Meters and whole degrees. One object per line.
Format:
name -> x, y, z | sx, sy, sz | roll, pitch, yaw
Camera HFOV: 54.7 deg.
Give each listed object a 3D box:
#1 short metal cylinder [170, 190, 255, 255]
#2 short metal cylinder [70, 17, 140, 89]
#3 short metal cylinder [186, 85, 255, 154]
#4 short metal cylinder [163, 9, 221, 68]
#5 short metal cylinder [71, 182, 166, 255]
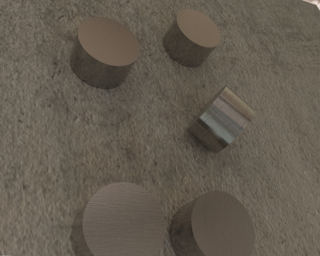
short metal cylinder -> 0.058, 0.117, 0.349 | 0.081, 0.050, 0.080 | 14, 56, -21
short metal cylinder -> -0.073, -0.098, 0.410 | 0.081, 0.050, 0.080 | 14, 56, -21
short metal cylinder -> 0.081, -0.012, 0.421 | 0.050, 0.080, 0.080 | 42, 51, 0
short metal cylinder -> 0.051, -0.146, 0.507 | 0.081, 0.050, 0.080 | 14, 56, -21
short metal cylinder -> -0.042, 0.100, 0.306 | 0.081, 0.050, 0.080 | 14, 56, -21
